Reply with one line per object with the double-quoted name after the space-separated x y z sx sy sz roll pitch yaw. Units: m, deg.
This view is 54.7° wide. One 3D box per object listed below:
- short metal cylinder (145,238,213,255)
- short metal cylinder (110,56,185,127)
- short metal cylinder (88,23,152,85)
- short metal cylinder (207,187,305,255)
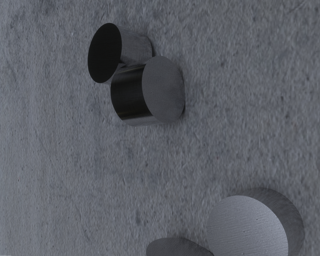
0.020 0.168 0.351 0.080 0.081 0.050 17 101 38 "short metal cylinder"
-0.013 -0.043 0.378 0.050 0.081 0.080 -6 86 39 "short metal cylinder"
-0.056 -0.097 0.426 0.080 0.050 0.080 -5 82 46 "short metal cylinder"
0.095 0.103 0.309 0.080 0.050 0.079 0 90 39 "short metal cylinder"
